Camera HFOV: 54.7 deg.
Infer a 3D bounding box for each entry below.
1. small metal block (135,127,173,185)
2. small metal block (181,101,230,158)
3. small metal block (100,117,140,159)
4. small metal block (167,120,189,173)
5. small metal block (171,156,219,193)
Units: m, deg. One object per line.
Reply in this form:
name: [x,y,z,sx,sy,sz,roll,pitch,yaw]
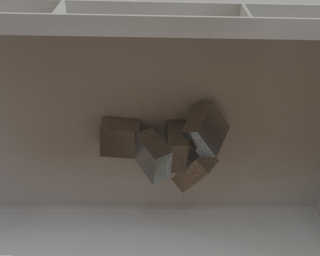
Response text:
small metal block: [-0.009,0.036,0.397,0.025,0.050,0.050,-21,138,-24]
small metal block: [0.058,0.002,0.389,0.025,0.050,0.050,0,140,44]
small metal block: [-0.054,0.014,0.417,0.050,0.025,0.050,5,130,-5]
small metal block: [0.022,0.024,0.412,0.025,0.050,0.050,1,130,-1]
small metal block: [0.050,0.059,0.439,0.025,0.050,0.050,50,120,6]
